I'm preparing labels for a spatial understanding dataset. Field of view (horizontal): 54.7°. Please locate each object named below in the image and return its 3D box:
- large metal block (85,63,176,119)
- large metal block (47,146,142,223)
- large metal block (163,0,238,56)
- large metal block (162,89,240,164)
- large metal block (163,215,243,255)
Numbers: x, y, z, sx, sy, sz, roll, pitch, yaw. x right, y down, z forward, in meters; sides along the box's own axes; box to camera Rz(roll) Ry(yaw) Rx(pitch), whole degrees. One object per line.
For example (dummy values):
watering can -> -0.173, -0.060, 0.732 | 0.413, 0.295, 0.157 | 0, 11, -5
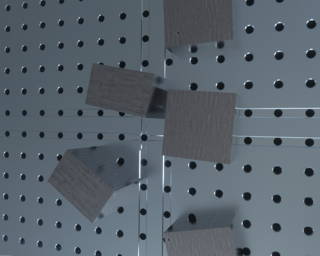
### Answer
large metal block -> -0.035, -0.045, 0.395 | 0.080, 0.080, 0.050 | 13, 95, 19
large metal block -> -0.084, 0.070, 0.412 | 0.080, 0.080, 0.050 | 37, 102, 16
large metal block -> 0.051, -0.137, 0.381 | 0.080, 0.050, 0.079 | -2, 89, 19
large metal block -> 0.052, -0.003, 0.380 | 0.080, 0.050, 0.079 | 6, 92, 19
large metal block -> 0.057, 0.157, 0.379 | 0.080, 0.050, 0.080 | -12, 86, 19
